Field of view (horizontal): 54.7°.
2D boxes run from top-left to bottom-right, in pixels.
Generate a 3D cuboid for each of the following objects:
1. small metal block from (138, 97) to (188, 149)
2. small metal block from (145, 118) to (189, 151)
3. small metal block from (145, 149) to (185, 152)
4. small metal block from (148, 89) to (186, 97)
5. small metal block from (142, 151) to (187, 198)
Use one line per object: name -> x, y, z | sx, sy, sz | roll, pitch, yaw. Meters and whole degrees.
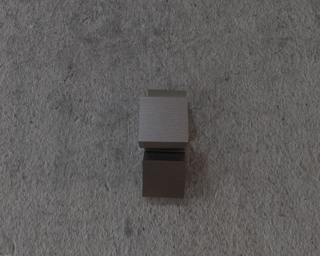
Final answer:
small metal block -> 0.004, -0.005, 0.332 | 0.050, 0.025, 0.050 | 1, 70, 0
small metal block -> 0.006, 0.008, 0.366 | 0.050, 0.050, 0.025 | 2, 70, 0
small metal block -> 0.006, 0.020, 0.403 | 0.050, 0.025, 0.050 | 2, 70, 0
small metal block -> 0.009, -0.027, 0.407 | 0.050, 0.025, 0.050 | 2, 34, 1
small metal block -> 0.005, 0.056, 0.375 | 0.050, 0.025, 0.050 | 2, 111, 0
